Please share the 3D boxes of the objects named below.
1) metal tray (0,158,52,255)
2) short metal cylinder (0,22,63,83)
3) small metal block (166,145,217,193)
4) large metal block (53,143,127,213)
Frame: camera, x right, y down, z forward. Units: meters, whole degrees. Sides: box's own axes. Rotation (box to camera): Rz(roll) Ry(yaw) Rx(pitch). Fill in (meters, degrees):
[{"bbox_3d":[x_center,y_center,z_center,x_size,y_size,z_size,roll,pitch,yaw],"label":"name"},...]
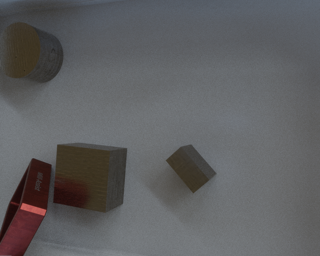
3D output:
[{"bbox_3d":[-0.185,0.109,0.424,0.030,0.130,0.090,26,101,-23],"label":"metal tray"},{"bbox_3d":[-0.194,-0.111,0.464,0.080,0.050,0.079,0,90,19],"label":"short metal cylinder"},{"bbox_3d":[0.040,0.049,0.383,0.025,0.050,0.050,-44,77,15],"label":"small metal block"},{"bbox_3d":[-0.096,0.065,0.430,0.080,0.050,0.079,5,92,19],"label":"large metal block"}]
